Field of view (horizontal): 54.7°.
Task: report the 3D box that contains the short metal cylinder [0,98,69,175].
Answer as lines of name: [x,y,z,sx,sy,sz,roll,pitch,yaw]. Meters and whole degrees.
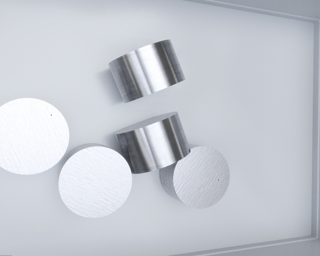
short metal cylinder: [-0.145,0.008,0.344,0.081,0.050,0.079,0,90,-21]

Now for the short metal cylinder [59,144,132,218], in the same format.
short metal cylinder: [-0.078,0.060,0.368,0.081,0.050,0.079,0,91,-19]

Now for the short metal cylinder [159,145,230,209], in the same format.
short metal cylinder: [0.045,0.062,0.415,0.081,0.050,0.079,0,90,-21]

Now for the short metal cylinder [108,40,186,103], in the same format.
short metal cylinder: [-0.016,-0.068,0.376,0.081,0.080,0.050,-24,99,-19]

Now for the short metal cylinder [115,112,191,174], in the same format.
short metal cylinder: [-0.009,0.017,0.379,0.081,0.080,0.050,-21,98,-19]
